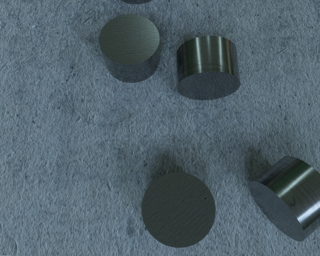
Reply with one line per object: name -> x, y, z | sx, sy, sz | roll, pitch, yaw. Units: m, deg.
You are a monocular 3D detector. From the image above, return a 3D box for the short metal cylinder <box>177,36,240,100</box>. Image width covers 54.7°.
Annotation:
short metal cylinder -> 0.062, -0.076, 0.407 | 0.081, 0.080, 0.050 | -1, 70, 0

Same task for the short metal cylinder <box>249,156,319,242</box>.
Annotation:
short metal cylinder -> 0.149, 0.079, 0.351 | 0.050, 0.080, 0.080 | -34, 74, -11

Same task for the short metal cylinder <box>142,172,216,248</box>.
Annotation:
short metal cylinder -> 0.020, 0.096, 0.360 | 0.081, 0.050, 0.080 | 0, 70, 0

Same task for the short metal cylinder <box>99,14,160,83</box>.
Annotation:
short metal cylinder -> -0.041, -0.110, 0.435 | 0.081, 0.050, 0.080 | 0, 70, 0

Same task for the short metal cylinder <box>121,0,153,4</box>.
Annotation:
short metal cylinder -> -0.035, -0.234, 0.464 | 0.081, 0.080, 0.050 | -10, 71, -4
